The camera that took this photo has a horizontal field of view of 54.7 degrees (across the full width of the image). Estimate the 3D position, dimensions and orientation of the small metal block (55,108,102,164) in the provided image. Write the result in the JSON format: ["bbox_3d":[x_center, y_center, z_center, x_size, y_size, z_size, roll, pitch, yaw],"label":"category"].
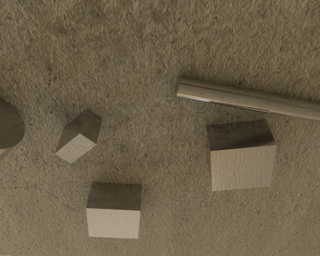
[{"bbox_3d":[-0.104,0.010,0.398,0.050,0.050,0.025,-35,122,26],"label":"small metal block"}]

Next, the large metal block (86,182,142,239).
[{"bbox_3d":[-0.073,0.135,0.505,0.081,0.050,0.079,4,130,-4],"label":"large metal block"}]

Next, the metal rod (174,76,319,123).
[{"bbox_3d":[0.168,-0.025,0.387,0.302,0.025,0.025,9,130,-8],"label":"metal rod"}]

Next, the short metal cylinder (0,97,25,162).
[{"bbox_3d":[-0.214,0.004,0.372,0.080,0.080,0.050,37,121,-27],"label":"short metal cylinder"}]

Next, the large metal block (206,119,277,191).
[{"bbox_3d":[0.108,0.039,0.425,0.080,0.050,0.080,-6,130,4],"label":"large metal block"}]
